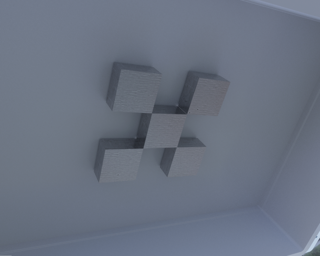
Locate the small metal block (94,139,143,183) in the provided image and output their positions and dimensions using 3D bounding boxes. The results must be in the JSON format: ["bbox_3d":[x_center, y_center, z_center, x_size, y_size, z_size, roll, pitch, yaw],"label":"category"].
[{"bbox_3d":[-0.054,0.042,0.402,0.050,0.025,0.050,1,118,-29],"label":"small metal block"}]

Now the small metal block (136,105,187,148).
[{"bbox_3d":[0.002,-0.002,0.405,0.050,0.025,0.050,0,118,-29],"label":"small metal block"}]

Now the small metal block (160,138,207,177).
[{"bbox_3d":[0.033,0.042,0.450,0.050,0.025,0.050,1,118,-29],"label":"small metal block"}]

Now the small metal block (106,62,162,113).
[{"bbox_3d":[-0.031,-0.046,0.361,0.050,0.025,0.050,1,118,-29],"label":"small metal block"}]

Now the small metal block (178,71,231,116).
[{"bbox_3d":[0.058,-0.045,0.409,0.050,0.025,0.050,2,117,-30],"label":"small metal block"}]
